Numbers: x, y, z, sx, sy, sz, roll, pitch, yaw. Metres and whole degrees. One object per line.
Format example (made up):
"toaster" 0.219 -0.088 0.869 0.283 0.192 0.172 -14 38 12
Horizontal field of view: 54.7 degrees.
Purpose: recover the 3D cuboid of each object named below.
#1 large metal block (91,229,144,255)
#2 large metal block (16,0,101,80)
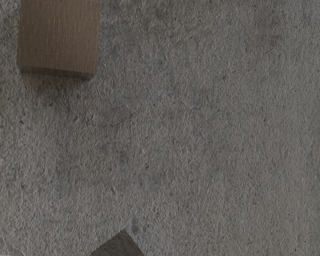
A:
"large metal block" -0.033 0.179 0.368 0.050 0.080 0.080 -33 101 -17
"large metal block" -0.114 -0.102 0.353 0.081 0.050 0.080 4 89 -20
